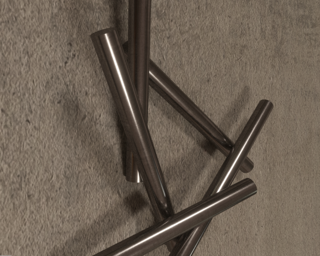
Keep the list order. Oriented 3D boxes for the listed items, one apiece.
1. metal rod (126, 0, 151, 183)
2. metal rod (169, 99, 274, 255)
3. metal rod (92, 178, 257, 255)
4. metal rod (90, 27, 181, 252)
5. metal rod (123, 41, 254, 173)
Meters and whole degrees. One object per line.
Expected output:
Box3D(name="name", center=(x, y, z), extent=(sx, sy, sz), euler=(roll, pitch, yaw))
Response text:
Box3D(name="metal rod", center=(-0.024, -0.083, 0.353), extent=(0.025, 0.025, 0.298), euler=(-8, 105, -40))
Box3D(name="metal rod", center=(0.100, 0.065, 0.456), extent=(0.301, 0.025, 0.025), euler=(-52, 121, -28))
Box3D(name="metal rod", center=(-0.003, 0.126, 0.363), extent=(0.302, 0.025, 0.025), euler=(-19, 103, -26))
Box3D(name="metal rod", center=(-0.015, 0.037, 0.354), extent=(0.025, 0.025, 0.298), euler=(-38, 126, -34))
Box3D(name="metal rod", center=(0.054, -0.015, 0.452), extent=(0.301, 0.025, 0.025), euler=(40, 65, -33))
